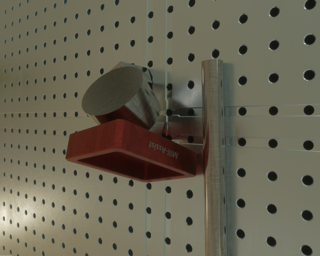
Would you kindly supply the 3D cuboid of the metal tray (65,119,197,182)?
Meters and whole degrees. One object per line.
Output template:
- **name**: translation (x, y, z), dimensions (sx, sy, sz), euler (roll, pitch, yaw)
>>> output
- **metal tray**: translation (-0.029, 0.033, 0.363), dimensions (0.090, 0.131, 0.030), euler (-15, 62, 39)

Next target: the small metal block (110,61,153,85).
- **small metal block**: translation (-0.048, -0.064, 0.432), dimensions (0.050, 0.050, 0.025), euler (-32, 68, 35)

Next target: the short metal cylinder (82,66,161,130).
- **short metal cylinder**: translation (-0.046, -0.029, 0.376), dimensions (0.080, 0.050, 0.080), euler (-16, 44, 17)

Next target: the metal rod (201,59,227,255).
- **metal rod**: translation (0.063, 0.072, 0.357), dimensions (0.025, 0.025, 0.298), euler (-2, 89, 40)

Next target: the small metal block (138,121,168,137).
- **small metal block**: translation (-0.026, 0.000, 0.415), dimensions (0.050, 0.050, 0.025), euler (14, 99, 39)
